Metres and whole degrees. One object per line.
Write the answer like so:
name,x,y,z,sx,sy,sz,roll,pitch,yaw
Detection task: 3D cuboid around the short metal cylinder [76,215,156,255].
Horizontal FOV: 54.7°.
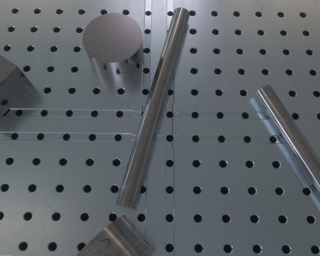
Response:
short metal cylinder,-0.051,0.140,0.331,0.080,0.080,0.050,-42,76,-14

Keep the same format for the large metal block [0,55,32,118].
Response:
large metal block,-0.240,-0.062,0.419,0.080,0.050,0.080,33,73,11

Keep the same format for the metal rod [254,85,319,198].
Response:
metal rod,0.206,0.075,0.385,0.025,0.025,0.299,-24,72,-8

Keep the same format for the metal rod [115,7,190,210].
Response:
metal rod,-0.004,-0.040,0.426,0.025,0.025,0.299,14,70,5

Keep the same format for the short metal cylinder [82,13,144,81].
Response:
short metal cylinder,-0.064,-0.114,0.440,0.081,0.050,0.080,0,70,0
